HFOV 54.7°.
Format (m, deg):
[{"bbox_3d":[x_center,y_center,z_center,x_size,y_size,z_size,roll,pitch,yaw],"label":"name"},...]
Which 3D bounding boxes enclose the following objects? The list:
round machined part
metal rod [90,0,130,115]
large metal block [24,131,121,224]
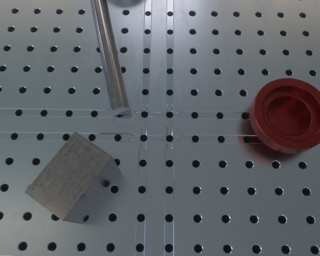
[{"bbox_3d":[0.167,-0.013,0.409,0.099,0.042,0.098,0,70,0],"label":"round machined part"},{"bbox_3d":[-0.086,-0.159,0.469,0.025,0.025,0.299,-12,70,-5],"label":"metal rod"},{"bbox_3d":[-0.095,0.061,0.360,0.050,0.080,0.080,33,73,11],"label":"large metal block"}]
